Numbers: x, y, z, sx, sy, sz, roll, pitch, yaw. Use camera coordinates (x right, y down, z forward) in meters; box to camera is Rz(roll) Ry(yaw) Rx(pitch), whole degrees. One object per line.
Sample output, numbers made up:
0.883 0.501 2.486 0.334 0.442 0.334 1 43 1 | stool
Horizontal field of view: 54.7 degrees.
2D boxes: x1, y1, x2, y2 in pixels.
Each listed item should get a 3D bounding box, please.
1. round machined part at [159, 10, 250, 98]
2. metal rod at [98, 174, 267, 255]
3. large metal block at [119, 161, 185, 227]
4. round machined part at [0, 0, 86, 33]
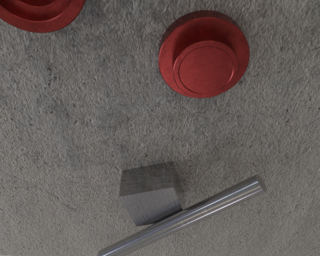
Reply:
0.048 -0.071 0.336 0.099 0.042 0.097 0 130 0 | round machined part
0.018 0.145 0.465 0.299 0.025 0.025 -33 123 25 | metal rod
-0.009 0.103 0.478 0.080 0.050 0.080 -12 129 9 | large metal block
-0.112 -0.140 0.276 0.099 0.042 0.097 0 130 0 | round machined part
